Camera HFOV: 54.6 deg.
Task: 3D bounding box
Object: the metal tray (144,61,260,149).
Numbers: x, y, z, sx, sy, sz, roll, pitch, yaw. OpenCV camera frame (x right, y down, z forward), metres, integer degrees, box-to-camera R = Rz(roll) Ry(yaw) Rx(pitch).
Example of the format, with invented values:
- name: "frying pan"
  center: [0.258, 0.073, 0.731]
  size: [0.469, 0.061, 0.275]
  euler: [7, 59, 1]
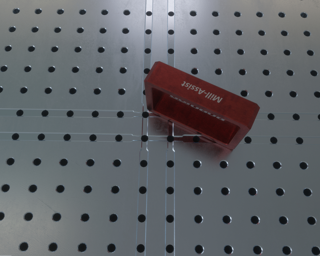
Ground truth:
- name: "metal tray"
  center: [0.046, -0.025, 0.386]
  size: [0.130, 0.090, 0.030]
  euler: [25, 72, 9]
